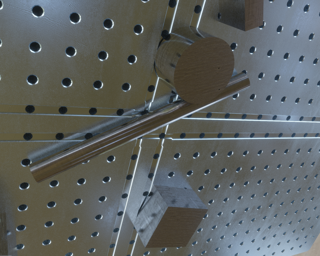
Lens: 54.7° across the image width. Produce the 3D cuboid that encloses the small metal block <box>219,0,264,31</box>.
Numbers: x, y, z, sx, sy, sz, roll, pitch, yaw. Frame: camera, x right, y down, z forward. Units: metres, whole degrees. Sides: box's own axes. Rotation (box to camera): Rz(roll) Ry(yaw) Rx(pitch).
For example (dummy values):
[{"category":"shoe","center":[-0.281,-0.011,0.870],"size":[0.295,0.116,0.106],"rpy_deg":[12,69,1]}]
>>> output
[{"category":"small metal block","center":[0.093,-0.145,0.357],"size":[0.025,0.050,0.050],"rpy_deg":[-23,127,-15]}]

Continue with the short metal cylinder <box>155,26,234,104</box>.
[{"category":"short metal cylinder","center":[0.041,-0.076,0.372],"size":[0.081,0.050,0.079],"rpy_deg":[-14,125,-21]}]

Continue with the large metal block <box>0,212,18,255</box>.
[{"category":"large metal block","center":[-0.213,0.155,0.356],"size":[0.081,0.080,0.050],"rpy_deg":[-15,125,-21]}]

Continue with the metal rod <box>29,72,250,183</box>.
[{"category":"metal rod","center":[-0.014,-0.007,0.400],"size":[0.302,0.025,0.025],"rpy_deg":[-24,128,-14]}]

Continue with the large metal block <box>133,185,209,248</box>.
[{"category":"large metal block","center":[0.016,0.142,0.494],"size":[0.081,0.050,0.080],"rpy_deg":[14,111,-35]}]
